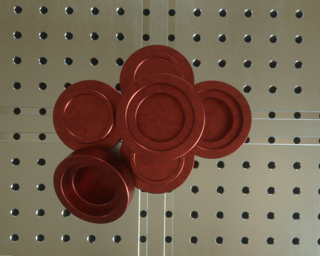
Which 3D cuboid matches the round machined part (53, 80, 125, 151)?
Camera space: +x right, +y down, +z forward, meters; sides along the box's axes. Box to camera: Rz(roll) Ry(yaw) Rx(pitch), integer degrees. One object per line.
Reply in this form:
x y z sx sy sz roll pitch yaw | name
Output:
-0.091 -0.014 0.404 0.099 0.042 0.097 0 90 0 | round machined part

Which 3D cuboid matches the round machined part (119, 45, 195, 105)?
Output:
-0.004 -0.060 0.405 0.099 0.042 0.097 0 90 0 | round machined part

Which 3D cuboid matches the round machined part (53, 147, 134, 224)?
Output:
-0.079 0.068 0.391 0.098 0.042 0.097 5 113 13 | round machined part

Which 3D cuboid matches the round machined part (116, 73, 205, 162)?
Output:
0.001 -0.012 0.362 0.099 0.042 0.097 0 90 0 | round machined part

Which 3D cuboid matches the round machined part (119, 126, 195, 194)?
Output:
-0.004 0.038 0.404 0.099 0.042 0.097 0 90 0 | round machined part

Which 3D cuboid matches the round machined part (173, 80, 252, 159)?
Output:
0.065 -0.011 0.405 0.099 0.042 0.097 0 90 0 | round machined part
